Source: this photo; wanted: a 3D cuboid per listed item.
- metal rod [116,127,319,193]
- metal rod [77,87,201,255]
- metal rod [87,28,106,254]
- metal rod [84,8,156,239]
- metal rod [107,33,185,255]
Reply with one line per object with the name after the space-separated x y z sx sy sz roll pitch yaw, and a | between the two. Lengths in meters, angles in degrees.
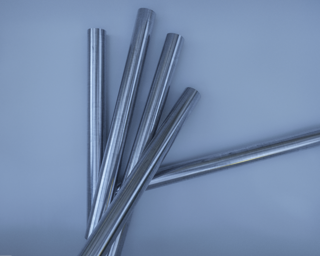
0.088 0.044 0.412 0.302 0.025 0.025 -14 90 -1 | metal rod
-0.030 0.069 0.351 0.025 0.025 0.300 33 65 0 | metal rod
-0.084 0.021 0.410 0.025 0.025 0.298 0 90 -1 | metal rod
-0.049 -0.008 0.397 0.025 0.025 0.298 12 85 -1 | metal rod
-0.021 0.022 0.392 0.025 0.025 0.299 17 82 -1 | metal rod
